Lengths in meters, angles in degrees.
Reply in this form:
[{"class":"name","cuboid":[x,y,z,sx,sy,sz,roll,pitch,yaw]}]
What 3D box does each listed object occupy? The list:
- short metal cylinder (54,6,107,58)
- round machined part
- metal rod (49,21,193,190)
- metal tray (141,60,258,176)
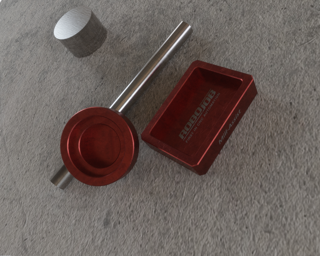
[{"class":"short metal cylinder","cuboid":[-0.146,-0.177,0.571,0.080,0.050,0.080,-13,56,20]},{"class":"round machined part","cuboid":[-0.073,0.022,0.398,0.098,0.042,0.097,0,91,14]},{"class":"metal rod","cuboid":[-0.051,-0.038,0.452,0.025,0.025,0.300,31,79,37]},{"class":"metal tray","cuboid":[0.048,-0.018,0.385,0.090,0.030,0.130,26,76,36]}]
